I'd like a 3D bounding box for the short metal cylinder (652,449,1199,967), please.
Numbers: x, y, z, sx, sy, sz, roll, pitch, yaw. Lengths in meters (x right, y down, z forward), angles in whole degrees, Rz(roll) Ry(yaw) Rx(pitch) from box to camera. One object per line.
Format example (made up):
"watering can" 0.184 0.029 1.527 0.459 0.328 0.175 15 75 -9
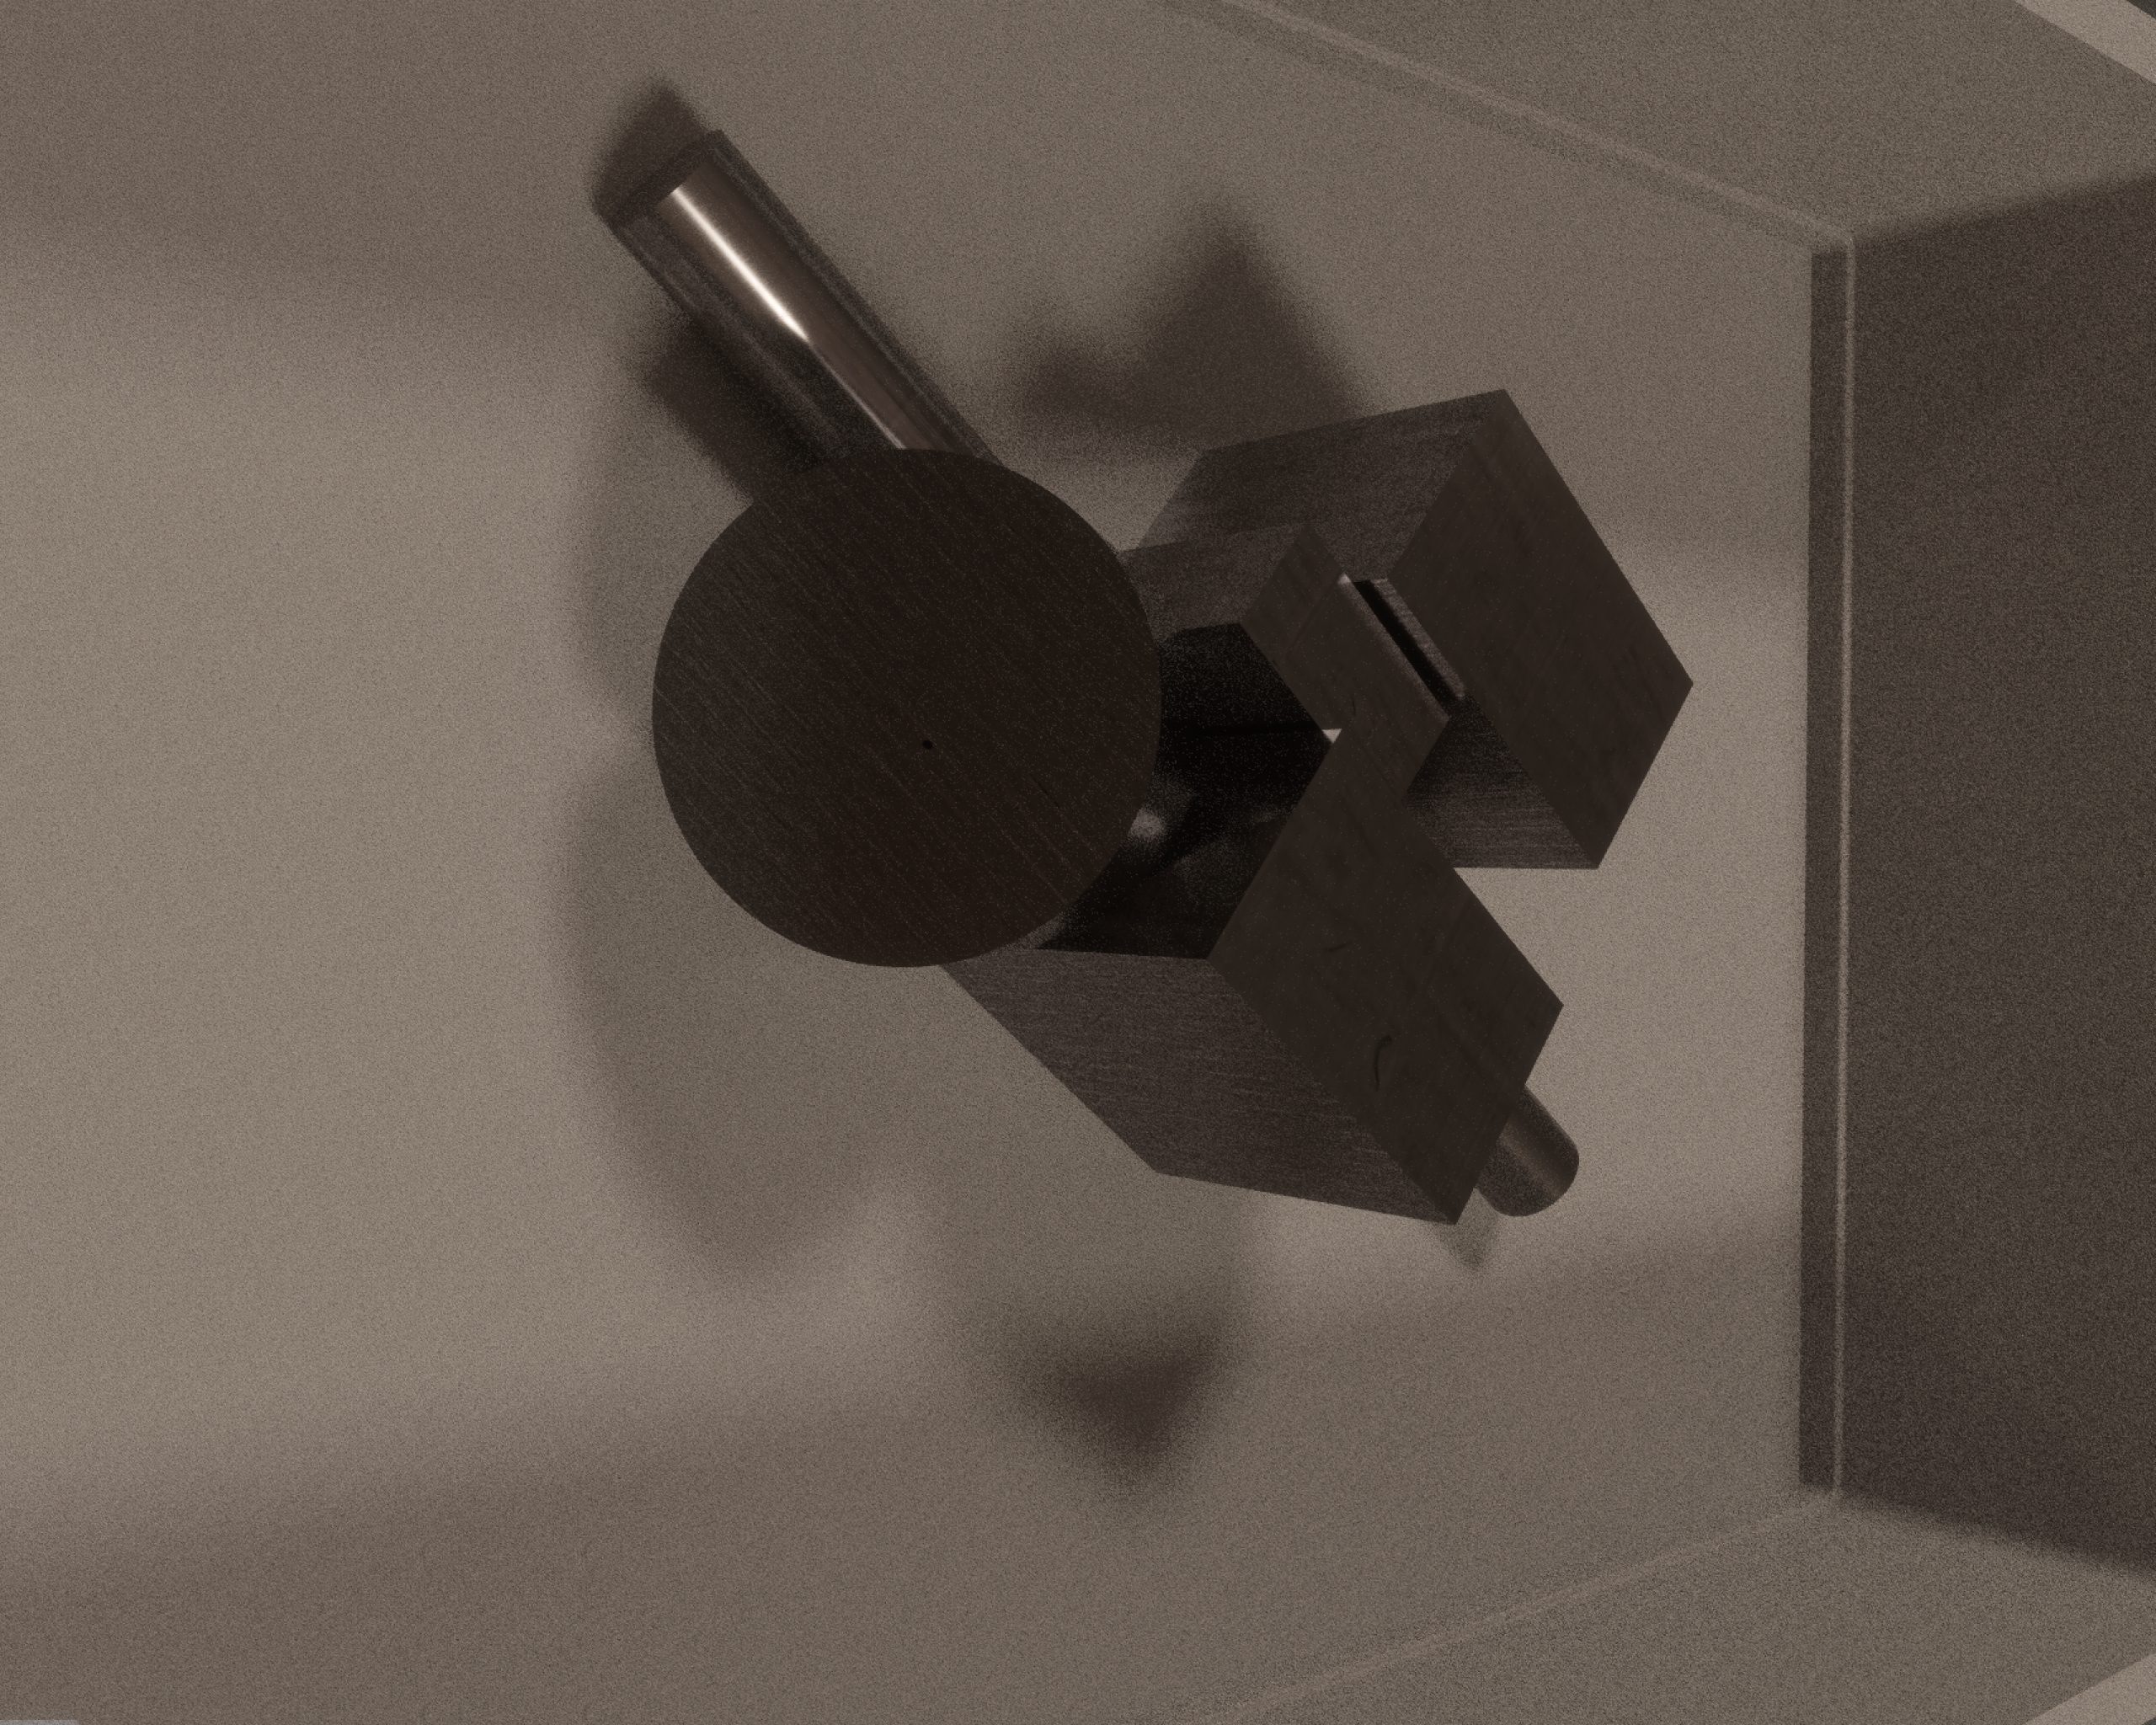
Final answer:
"short metal cylinder" -0.022 -0.024 0.344 0.050 0.080 0.079 3 88 -80

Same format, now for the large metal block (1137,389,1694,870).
"large metal block" 0.064 -0.044 0.426 0.080 0.080 0.050 48 61 -30

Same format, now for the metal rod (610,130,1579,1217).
"metal rod" 0.020 -0.020 0.425 0.300 0.025 0.025 47 62 -30

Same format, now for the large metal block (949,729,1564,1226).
"large metal block" 0.031 0.021 0.398 0.080 0.080 0.050 47 62 -30

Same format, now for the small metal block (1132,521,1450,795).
"small metal block" 0.032 -0.034 0.387 0.050 0.050 0.025 48 61 -30
